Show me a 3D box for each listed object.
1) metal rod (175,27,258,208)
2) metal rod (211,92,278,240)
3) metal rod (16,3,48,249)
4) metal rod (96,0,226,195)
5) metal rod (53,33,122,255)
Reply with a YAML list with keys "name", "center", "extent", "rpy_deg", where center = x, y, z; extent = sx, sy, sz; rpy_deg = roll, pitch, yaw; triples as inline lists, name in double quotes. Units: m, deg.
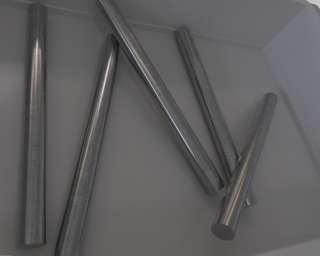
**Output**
- name: "metal rod"
  center: [0.077, -0.029, 0.464]
  extent: [0.025, 0.025, 0.299]
  rpy_deg: [-2, 63, -29]
- name: "metal rod"
  center: [0.129, 0.028, 0.430]
  extent: [0.025, 0.025, 0.301]
  rpy_deg: [40, 42, -1]
- name: "metal rod"
  center: [-0.139, -0.025, 0.345]
  extent: [0.025, 0.025, 0.299]
  rpy_deg: [4, 60, -26]
- name: "metal rod"
  center: [-0.002, -0.049, 0.413]
  extent: [0.025, 0.025, 0.299]
  rpy_deg: [-26, 82, -37]
- name: "metal rod"
  center: [-0.076, -0.002, 0.365]
  extent: [0.025, 0.025, 0.300]
  rpy_deg: [17, 55, -18]
